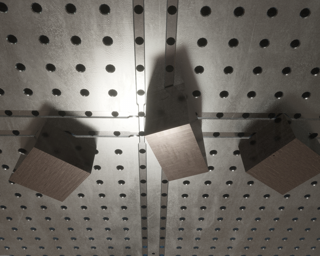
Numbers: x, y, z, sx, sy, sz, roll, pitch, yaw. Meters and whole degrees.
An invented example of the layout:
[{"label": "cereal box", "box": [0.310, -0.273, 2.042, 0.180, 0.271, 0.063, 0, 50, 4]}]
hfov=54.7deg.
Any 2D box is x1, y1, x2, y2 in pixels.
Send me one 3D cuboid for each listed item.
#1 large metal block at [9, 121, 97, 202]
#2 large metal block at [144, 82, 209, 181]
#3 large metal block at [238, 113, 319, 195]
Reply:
[{"label": "large metal block", "box": [-0.149, 0.050, 0.436, 0.080, 0.050, 0.080, 31, 123, -24]}, {"label": "large metal block", "box": [0.021, 0.005, 0.380, 0.050, 0.080, 0.080, -16, 129, 13]}, {"label": "large metal block", "box": [0.171, 0.038, 0.431, 0.080, 0.050, 0.080, 31, 123, -24]}]
